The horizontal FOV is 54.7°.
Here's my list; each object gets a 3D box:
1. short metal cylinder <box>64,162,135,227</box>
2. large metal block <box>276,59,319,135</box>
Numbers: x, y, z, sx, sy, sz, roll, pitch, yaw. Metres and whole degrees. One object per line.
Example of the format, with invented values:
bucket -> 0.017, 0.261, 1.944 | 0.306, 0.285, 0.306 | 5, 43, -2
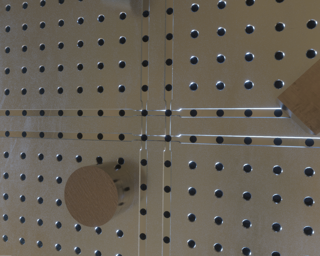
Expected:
short metal cylinder -> -0.082, 0.089, 0.427 | 0.080, 0.050, 0.079 | 0, 90, 19
large metal block -> 0.171, -0.039, 0.323 | 0.080, 0.080, 0.050 | -45, 76, 14
